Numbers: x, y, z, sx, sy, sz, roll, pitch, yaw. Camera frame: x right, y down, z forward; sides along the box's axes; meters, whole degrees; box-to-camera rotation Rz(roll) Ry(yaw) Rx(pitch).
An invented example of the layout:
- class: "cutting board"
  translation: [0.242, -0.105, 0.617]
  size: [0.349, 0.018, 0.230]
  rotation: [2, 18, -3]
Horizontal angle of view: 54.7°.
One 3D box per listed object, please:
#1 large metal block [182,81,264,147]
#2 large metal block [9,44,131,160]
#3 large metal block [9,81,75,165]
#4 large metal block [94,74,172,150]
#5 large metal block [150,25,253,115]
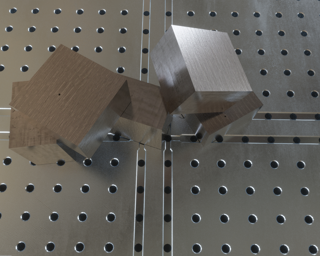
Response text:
- class: "large metal block"
  translation: [0.073, -0.034, 0.412]
  size: [0.080, 0.050, 0.080]
  rotation: [-29, 73, -10]
- class: "large metal block"
  translation: [-0.088, -0.026, 0.321]
  size: [0.080, 0.050, 0.080]
  rotation: [29, 72, 10]
- class: "large metal block"
  translation: [-0.141, -0.005, 0.382]
  size: [0.050, 0.080, 0.080]
  rotation: [-6, 70, -2]
- class: "large metal block"
  translation: [-0.028, -0.019, 0.388]
  size: [0.080, 0.080, 0.050]
  rotation: [18, 71, 6]
- class: "large metal block"
  translation: [0.045, -0.063, 0.349]
  size: [0.081, 0.050, 0.080]
  rotation: [-4, 67, -33]
